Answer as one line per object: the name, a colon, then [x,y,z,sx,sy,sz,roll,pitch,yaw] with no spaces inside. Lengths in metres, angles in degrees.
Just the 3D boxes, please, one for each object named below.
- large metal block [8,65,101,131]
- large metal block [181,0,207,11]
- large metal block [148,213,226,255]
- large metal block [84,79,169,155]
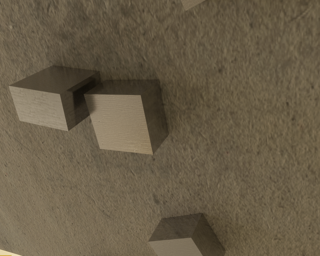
large metal block: [-0.134,-0.043,0.413,0.080,0.080,0.050,11,123,22]
large metal block: [0.046,-0.161,0.266,0.080,0.050,0.080,-18,109,34]
large metal block: [0.043,0.184,0.481,0.080,0.050,0.080,-20,108,35]
large metal block: [-0.041,-0.016,0.401,0.080,0.050,0.079,4,120,26]
